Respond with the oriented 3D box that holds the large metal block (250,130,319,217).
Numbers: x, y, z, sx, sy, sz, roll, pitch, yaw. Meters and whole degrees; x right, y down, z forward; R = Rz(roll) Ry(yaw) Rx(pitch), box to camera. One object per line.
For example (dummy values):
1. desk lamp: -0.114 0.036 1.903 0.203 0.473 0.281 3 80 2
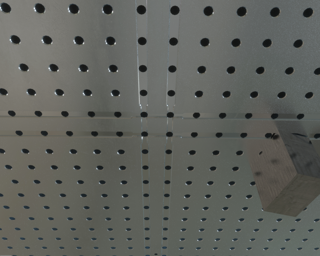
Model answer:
1. large metal block: 0.176 0.063 0.430 0.050 0.080 0.079 14 129 -11
